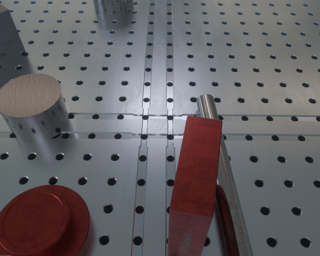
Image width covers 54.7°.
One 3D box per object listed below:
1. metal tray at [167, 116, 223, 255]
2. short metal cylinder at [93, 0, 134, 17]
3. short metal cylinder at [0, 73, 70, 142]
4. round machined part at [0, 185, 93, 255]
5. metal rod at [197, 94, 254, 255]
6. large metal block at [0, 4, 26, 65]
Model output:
[{"bbox_3d":[0.030,0.063,0.287,0.030,0.129,0.090,9,51,7],"label":"metal tray"},{"bbox_3d":[-0.093,-0.264,0.613,0.080,0.050,0.080,0,50,0],"label":"short metal cylinder"},{"bbox_3d":[-0.167,-0.028,0.413,0.080,0.050,0.080,0,50,0],"label":"short metal cylinder"},{"bbox_3d":[-0.121,0.100,0.312,0.099,0.042,0.098,0,50,0],"label":"round machined part"},{"bbox_3d":[0.074,0.075,0.344,0.025,0.025,0.300,-3,50,-2],"label":"metal rod"},{"bbox_3d":[-0.275,-0.145,0.492,0.050,0.080,0.080,36,59,26],"label":"large metal block"}]
